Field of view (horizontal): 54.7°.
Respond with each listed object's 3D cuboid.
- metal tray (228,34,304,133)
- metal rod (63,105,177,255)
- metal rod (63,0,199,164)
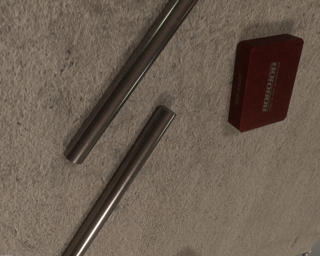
[{"bbox_3d":[0.151,-0.064,0.449,0.091,0.030,0.129,-15,125,-21],"label":"metal tray"},{"bbox_3d":[-0.069,0.099,0.431,0.025,0.025,0.299,24,105,-37],"label":"metal rod"},{"bbox_3d":[-0.016,-0.082,0.348,0.025,0.025,0.299,30,102,-38],"label":"metal rod"}]
